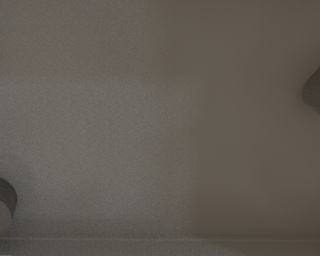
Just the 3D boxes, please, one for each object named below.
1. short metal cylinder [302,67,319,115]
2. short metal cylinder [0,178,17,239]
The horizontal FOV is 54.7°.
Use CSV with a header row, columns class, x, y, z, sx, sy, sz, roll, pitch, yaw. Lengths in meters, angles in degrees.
class,x,y,z,sx,sy,sz,roll,pitch,yaw
short metal cylinder,0.220,-0.045,0.367,0.050,0.080,0.080,35,106,-12
short metal cylinder,-0.245,0.113,0.427,0.081,0.050,0.079,-6,111,-14
